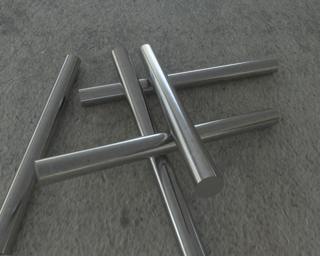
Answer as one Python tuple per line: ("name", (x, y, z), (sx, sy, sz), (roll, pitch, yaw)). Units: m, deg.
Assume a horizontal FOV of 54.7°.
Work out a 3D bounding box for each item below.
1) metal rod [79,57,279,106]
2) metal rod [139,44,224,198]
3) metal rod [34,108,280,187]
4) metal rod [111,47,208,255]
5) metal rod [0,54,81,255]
("metal rod", (0.034, -0.071, 0.463), (0.302, 0.025, 0.025), (-11, 51, -10))
("metal rod", (0.010, -0.036, 0.373), (0.025, 0.025, 0.300), (-9, 36, -8))
("metal rod", (0.021, 0.013, 0.349), (0.303, 0.025, 0.025), (-12, 50, -28))
("metal rod", (-0.012, 0.010, 0.375), (0.025, 0.025, 0.299), (-14, 58, -12))
("metal rod", (-0.148, 0.008, 0.394), (0.025, 0.025, 0.300), (3, 50, 2))
